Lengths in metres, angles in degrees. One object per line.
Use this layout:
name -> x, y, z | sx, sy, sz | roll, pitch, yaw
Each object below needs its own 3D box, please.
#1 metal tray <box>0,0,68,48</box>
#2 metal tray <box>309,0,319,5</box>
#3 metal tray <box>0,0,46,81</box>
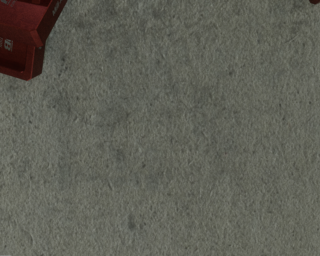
metal tray -> -0.164, -0.168, 0.379 | 0.090, 0.030, 0.130 | 16, 67, 3
metal tray -> 0.249, -0.234, 0.411 | 0.131, 0.030, 0.090 | -24, 90, -1
metal tray -> -0.188, -0.133, 0.379 | 0.090, 0.030, 0.129 | 17, 114, -1
